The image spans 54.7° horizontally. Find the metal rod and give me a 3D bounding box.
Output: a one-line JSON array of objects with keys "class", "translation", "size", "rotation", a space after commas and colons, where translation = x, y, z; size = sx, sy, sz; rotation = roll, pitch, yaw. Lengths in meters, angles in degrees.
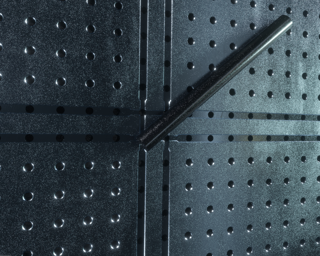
[{"class": "metal rod", "translation": [0.087, -0.073, 0.446], "size": [0.301, 0.025, 0.025], "rotation": [-40, 103, -16]}]
